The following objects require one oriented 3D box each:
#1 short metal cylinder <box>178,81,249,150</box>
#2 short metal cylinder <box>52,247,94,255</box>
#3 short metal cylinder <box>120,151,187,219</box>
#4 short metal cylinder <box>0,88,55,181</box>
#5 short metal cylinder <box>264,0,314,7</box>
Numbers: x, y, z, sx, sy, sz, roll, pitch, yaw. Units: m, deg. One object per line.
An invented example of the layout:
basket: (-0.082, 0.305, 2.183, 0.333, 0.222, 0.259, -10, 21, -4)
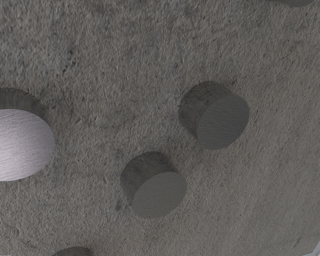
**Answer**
short metal cylinder: (0.072, -0.017, 0.419, 0.081, 0.050, 0.079, -14, 124, -21)
short metal cylinder: (-0.131, 0.224, 0.458, 0.081, 0.050, 0.079, -14, 124, -21)
short metal cylinder: (-0.009, 0.080, 0.435, 0.081, 0.050, 0.079, -14, 124, -21)
short metal cylinder: (-0.152, 0.006, 0.311, 0.081, 0.050, 0.079, -14, 124, -21)
short metal cylinder: (0.152, -0.186, 0.358, 0.081, 0.050, 0.079, -14, 124, -21)
